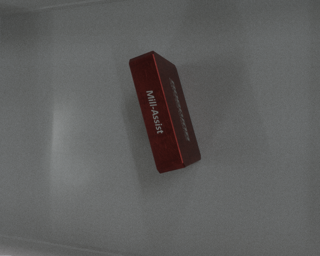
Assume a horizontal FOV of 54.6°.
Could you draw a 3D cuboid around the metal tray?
[{"bbox_3d":[0.009,-0.017,0.370,0.030,0.090,0.129,-17,85,18],"label":"metal tray"}]
